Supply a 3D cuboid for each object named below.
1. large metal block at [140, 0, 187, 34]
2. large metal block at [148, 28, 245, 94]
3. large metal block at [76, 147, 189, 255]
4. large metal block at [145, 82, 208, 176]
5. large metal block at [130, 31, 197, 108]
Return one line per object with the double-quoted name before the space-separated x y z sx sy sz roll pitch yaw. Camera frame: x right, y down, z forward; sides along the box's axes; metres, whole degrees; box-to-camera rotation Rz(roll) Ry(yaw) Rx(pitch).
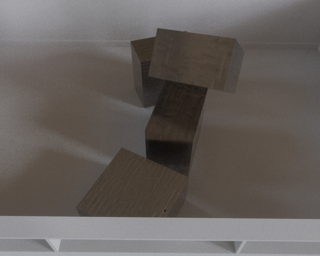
"large metal block" 0.003 -0.220 0.576 0.081 0.050 0.080 -3 50 -3
"large metal block" 0.044 -0.072 0.344 0.080 0.050 0.080 14 8 20
"large metal block" -0.025 0.078 0.323 0.080 0.050 0.080 22 53 17
"large metal block" 0.020 0.004 0.367 0.050 0.080 0.080 13 51 10
"large metal block" 0.007 -0.082 0.437 0.081 0.080 0.050 -14 49 -12
